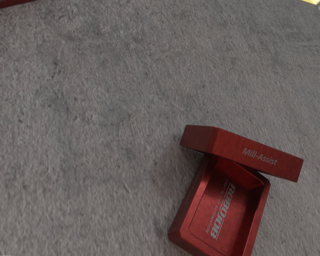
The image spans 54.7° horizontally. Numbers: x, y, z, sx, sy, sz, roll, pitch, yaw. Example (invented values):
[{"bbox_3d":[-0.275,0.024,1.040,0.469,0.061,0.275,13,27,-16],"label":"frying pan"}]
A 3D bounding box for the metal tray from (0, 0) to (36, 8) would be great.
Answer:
[{"bbox_3d":[-0.222,-0.202,0.403,0.090,0.030,0.131,49,51,6],"label":"metal tray"}]

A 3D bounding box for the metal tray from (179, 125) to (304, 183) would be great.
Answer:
[{"bbox_3d":[0.102,0.031,0.398,0.131,0.090,0.030,19,86,-17],"label":"metal tray"}]

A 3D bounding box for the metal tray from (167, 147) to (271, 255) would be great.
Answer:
[{"bbox_3d":[0.077,0.097,0.377,0.090,0.030,0.130,35,56,-6],"label":"metal tray"}]
